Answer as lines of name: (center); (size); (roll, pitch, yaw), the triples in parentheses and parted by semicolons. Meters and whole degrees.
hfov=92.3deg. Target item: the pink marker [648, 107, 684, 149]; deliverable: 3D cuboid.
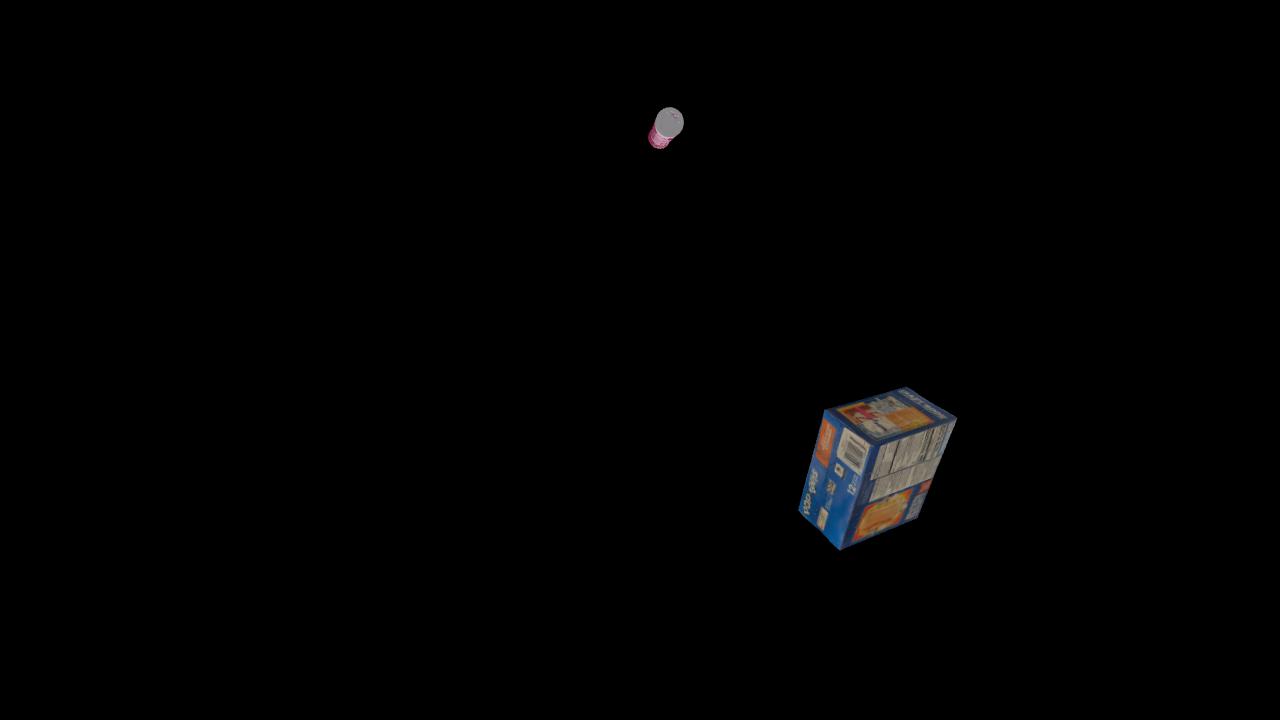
pink marker: (0.018, -0.172, 0.462); (0.020, 0.020, 0.121); (0, 15, -2)

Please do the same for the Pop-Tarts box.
Pop-Tarts box: (0.292, 0.134, 0.771); (0.141, 0.167, 0.083); (-12, 35, -24)
